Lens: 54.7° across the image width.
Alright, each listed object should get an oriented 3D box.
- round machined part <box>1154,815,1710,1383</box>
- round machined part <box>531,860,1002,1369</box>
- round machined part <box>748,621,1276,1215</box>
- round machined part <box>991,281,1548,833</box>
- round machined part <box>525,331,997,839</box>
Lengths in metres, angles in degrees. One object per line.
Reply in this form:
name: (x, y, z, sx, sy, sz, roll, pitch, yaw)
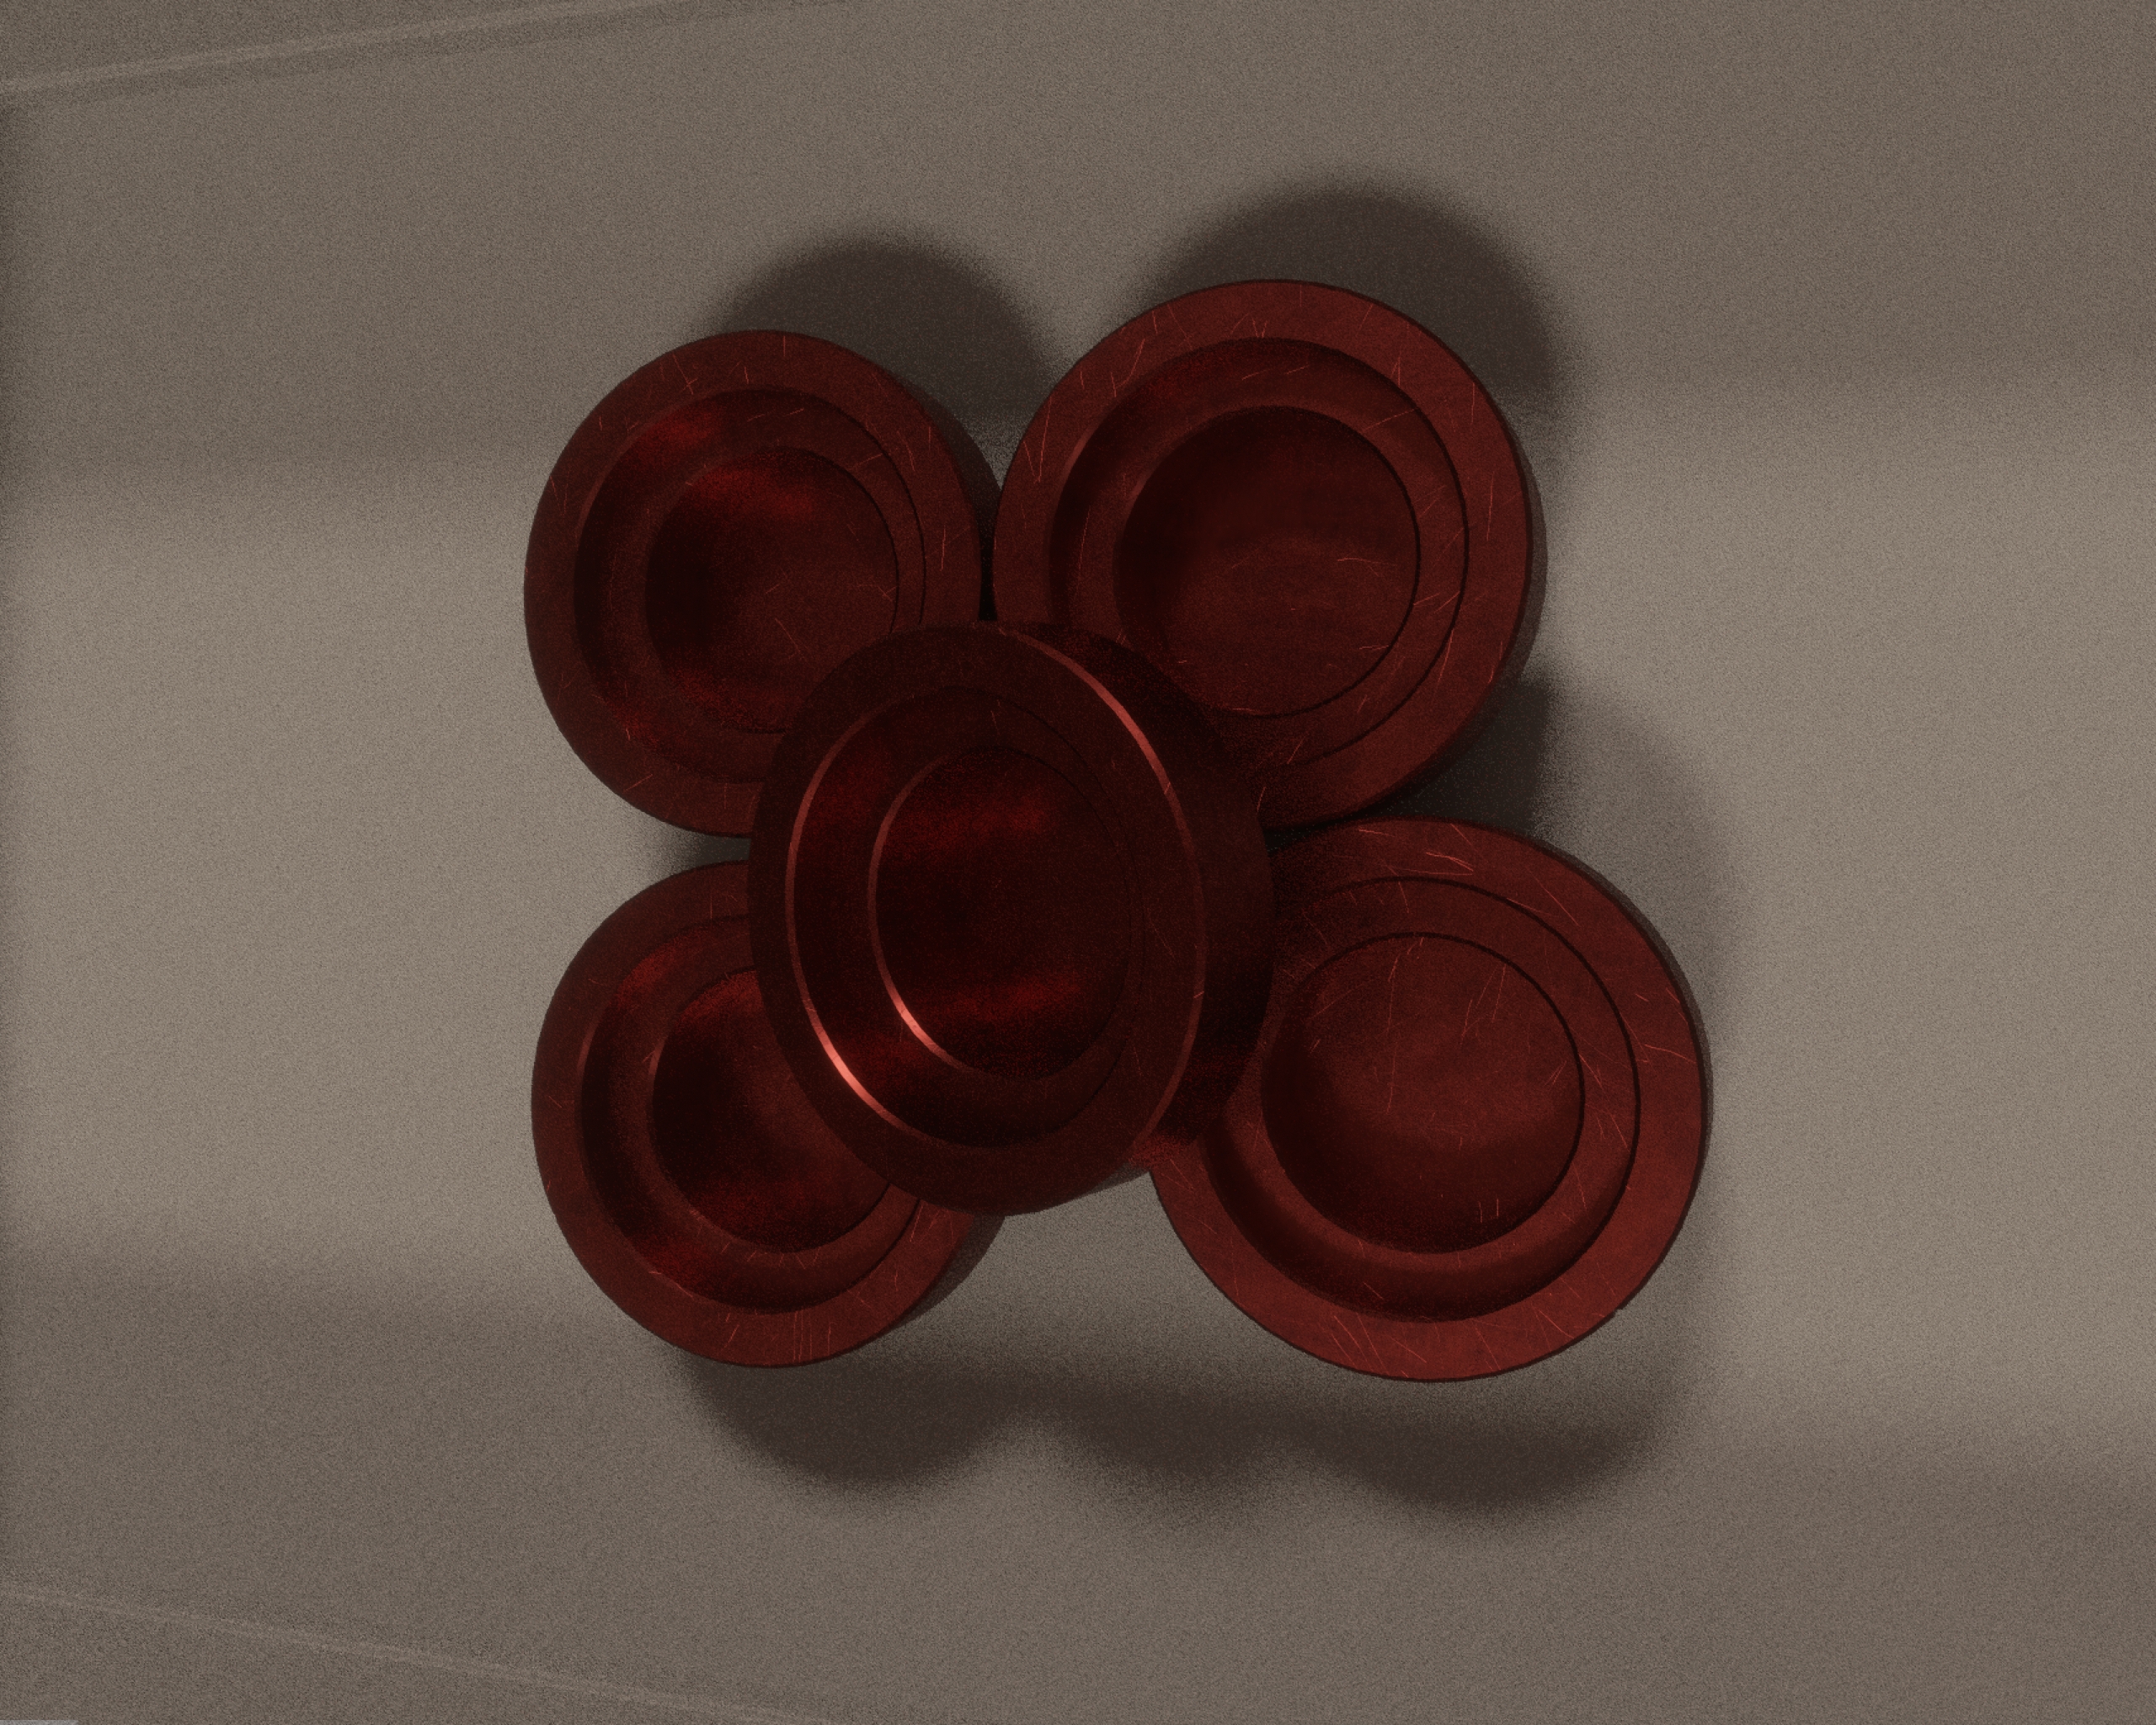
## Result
round machined part: (0.064, 0.040, 0.377, 0.098, 0.042, 0.097, 0, 90, 19)
round machined part: (-0.056, 0.048, 0.418, 0.098, 0.042, 0.097, 0, 90, 19)
round machined part: (-0.007, 0.008, 0.356, 0.098, 0.042, 0.097, 5, 98, 37)
round machined part: (0.037, -0.054, 0.386, 0.098, 0.042, 0.097, 0, 90, 19)
round machined part: (-0.057, -0.053, 0.419, 0.098, 0.042, 0.097, 0, 90, 19)
